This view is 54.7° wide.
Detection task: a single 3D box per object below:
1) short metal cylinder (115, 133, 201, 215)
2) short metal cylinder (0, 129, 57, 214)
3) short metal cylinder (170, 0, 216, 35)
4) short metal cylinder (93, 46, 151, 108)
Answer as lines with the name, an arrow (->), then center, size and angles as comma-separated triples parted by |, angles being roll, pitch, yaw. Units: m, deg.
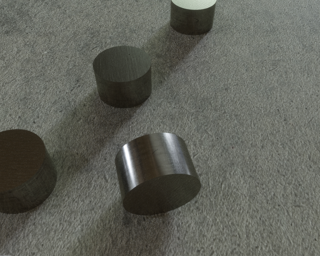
short metal cylinder -> -0.003, 0.050, 0.326 | 0.081, 0.080, 0.050 | -11, 51, -9
short metal cylinder -> -0.162, 0.048, 0.346 | 0.080, 0.050, 0.080 | 0, 50, 0
short metal cylinder -> 0.060, -0.214, 0.567 | 0.080, 0.050, 0.080 | 0, 50, 0
short metal cylinder -> -0.053, -0.075, 0.449 | 0.080, 0.050, 0.080 | 0, 50, 0
